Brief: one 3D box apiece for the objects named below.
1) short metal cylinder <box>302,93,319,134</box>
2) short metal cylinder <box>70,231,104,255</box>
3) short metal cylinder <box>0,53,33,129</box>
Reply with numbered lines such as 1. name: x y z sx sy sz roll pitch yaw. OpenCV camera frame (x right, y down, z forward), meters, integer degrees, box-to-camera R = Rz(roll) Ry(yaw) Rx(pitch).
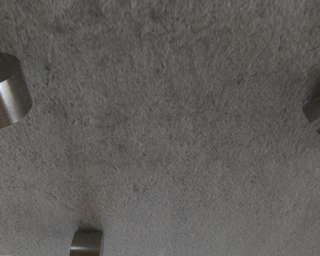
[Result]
1. short metal cylinder: 0.217 -0.012 0.365 0.080 0.080 0.050 29 124 -23
2. short metal cylinder: -0.132 0.231 0.566 0.050 0.080 0.079 4 130 -4
3. short metal cylinder: -0.186 -0.041 0.334 0.081 0.080 0.050 0 130 -1
